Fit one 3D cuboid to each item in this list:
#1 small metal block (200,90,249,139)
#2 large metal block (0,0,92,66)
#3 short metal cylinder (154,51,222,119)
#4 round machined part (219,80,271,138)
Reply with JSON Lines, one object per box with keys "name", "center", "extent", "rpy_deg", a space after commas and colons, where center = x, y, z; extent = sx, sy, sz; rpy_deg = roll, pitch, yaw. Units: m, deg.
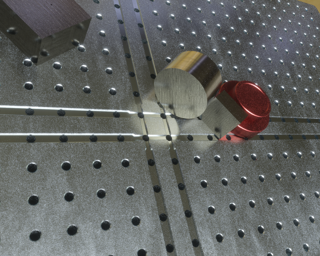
{"name": "small metal block", "center": [0.091, -0.019, 0.455], "extent": [0.050, 0.050, 0.025], "rpy_deg": [47, 51, 4]}
{"name": "large metal block", "center": [-0.150, -0.138, 0.396], "extent": [0.080, 0.050, 0.080], "rpy_deg": [45, 51, 2]}
{"name": "short metal cylinder", "center": [0.039, -0.060, 0.432], "extent": [0.080, 0.080, 0.050], "rpy_deg": [41, 51, -1]}
{"name": "round machined part", "center": [0.137, -0.037, 0.496], "extent": [0.099, 0.042, 0.098], "rpy_deg": [14, 56, -21]}
